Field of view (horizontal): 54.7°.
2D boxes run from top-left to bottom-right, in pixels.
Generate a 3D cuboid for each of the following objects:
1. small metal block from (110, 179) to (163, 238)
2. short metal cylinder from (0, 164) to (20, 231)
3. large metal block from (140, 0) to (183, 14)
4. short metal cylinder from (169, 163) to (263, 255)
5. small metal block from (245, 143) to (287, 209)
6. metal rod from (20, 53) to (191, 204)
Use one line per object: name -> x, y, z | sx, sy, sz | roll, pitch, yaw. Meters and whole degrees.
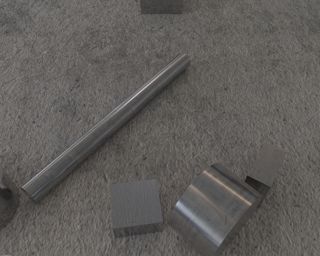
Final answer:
small metal block -> -0.025, 0.085, 0.331 | 0.050, 0.025, 0.050 | -6, 50, -6
short metal cylinder -> -0.198, 0.072, 0.325 | 0.081, 0.050, 0.080 | 0, 50, 0
large metal block -> 0.002, -0.270, 0.614 | 0.081, 0.050, 0.080 | -1, 50, -1
short metal cylinder -> 0.054, 0.081, 0.300 | 0.050, 0.080, 0.080 | 37, 59, 26
small metal block -> 0.113, 0.053, 0.343 | 0.025, 0.050, 0.050 | 26, 55, 20
metal rod -> -0.053, -0.017, 0.417 | 0.025, 0.025, 0.301 | 30, 56, 23
